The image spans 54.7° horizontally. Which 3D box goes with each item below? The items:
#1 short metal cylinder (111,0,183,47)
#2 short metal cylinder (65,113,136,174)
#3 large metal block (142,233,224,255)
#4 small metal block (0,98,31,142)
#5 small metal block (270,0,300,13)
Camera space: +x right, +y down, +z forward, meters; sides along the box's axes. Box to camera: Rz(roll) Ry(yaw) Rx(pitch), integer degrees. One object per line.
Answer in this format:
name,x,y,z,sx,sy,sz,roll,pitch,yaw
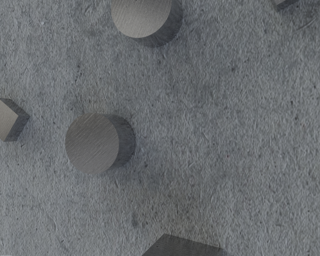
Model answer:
short metal cylinder,-0.015,-0.150,0.401,0.080,0.050,0.080,0,90,20
short metal cylinder,-0.080,0.020,0.424,0.080,0.050,0.080,0,90,20
large metal block,0.027,0.173,0.370,0.080,0.080,0.050,8,93,20
small metal block,-0.244,-0.013,0.495,0.050,0.025,0.050,37,102,16
small metal block,0.148,-0.172,0.357,0.050,0.025,0.050,-26,82,18
